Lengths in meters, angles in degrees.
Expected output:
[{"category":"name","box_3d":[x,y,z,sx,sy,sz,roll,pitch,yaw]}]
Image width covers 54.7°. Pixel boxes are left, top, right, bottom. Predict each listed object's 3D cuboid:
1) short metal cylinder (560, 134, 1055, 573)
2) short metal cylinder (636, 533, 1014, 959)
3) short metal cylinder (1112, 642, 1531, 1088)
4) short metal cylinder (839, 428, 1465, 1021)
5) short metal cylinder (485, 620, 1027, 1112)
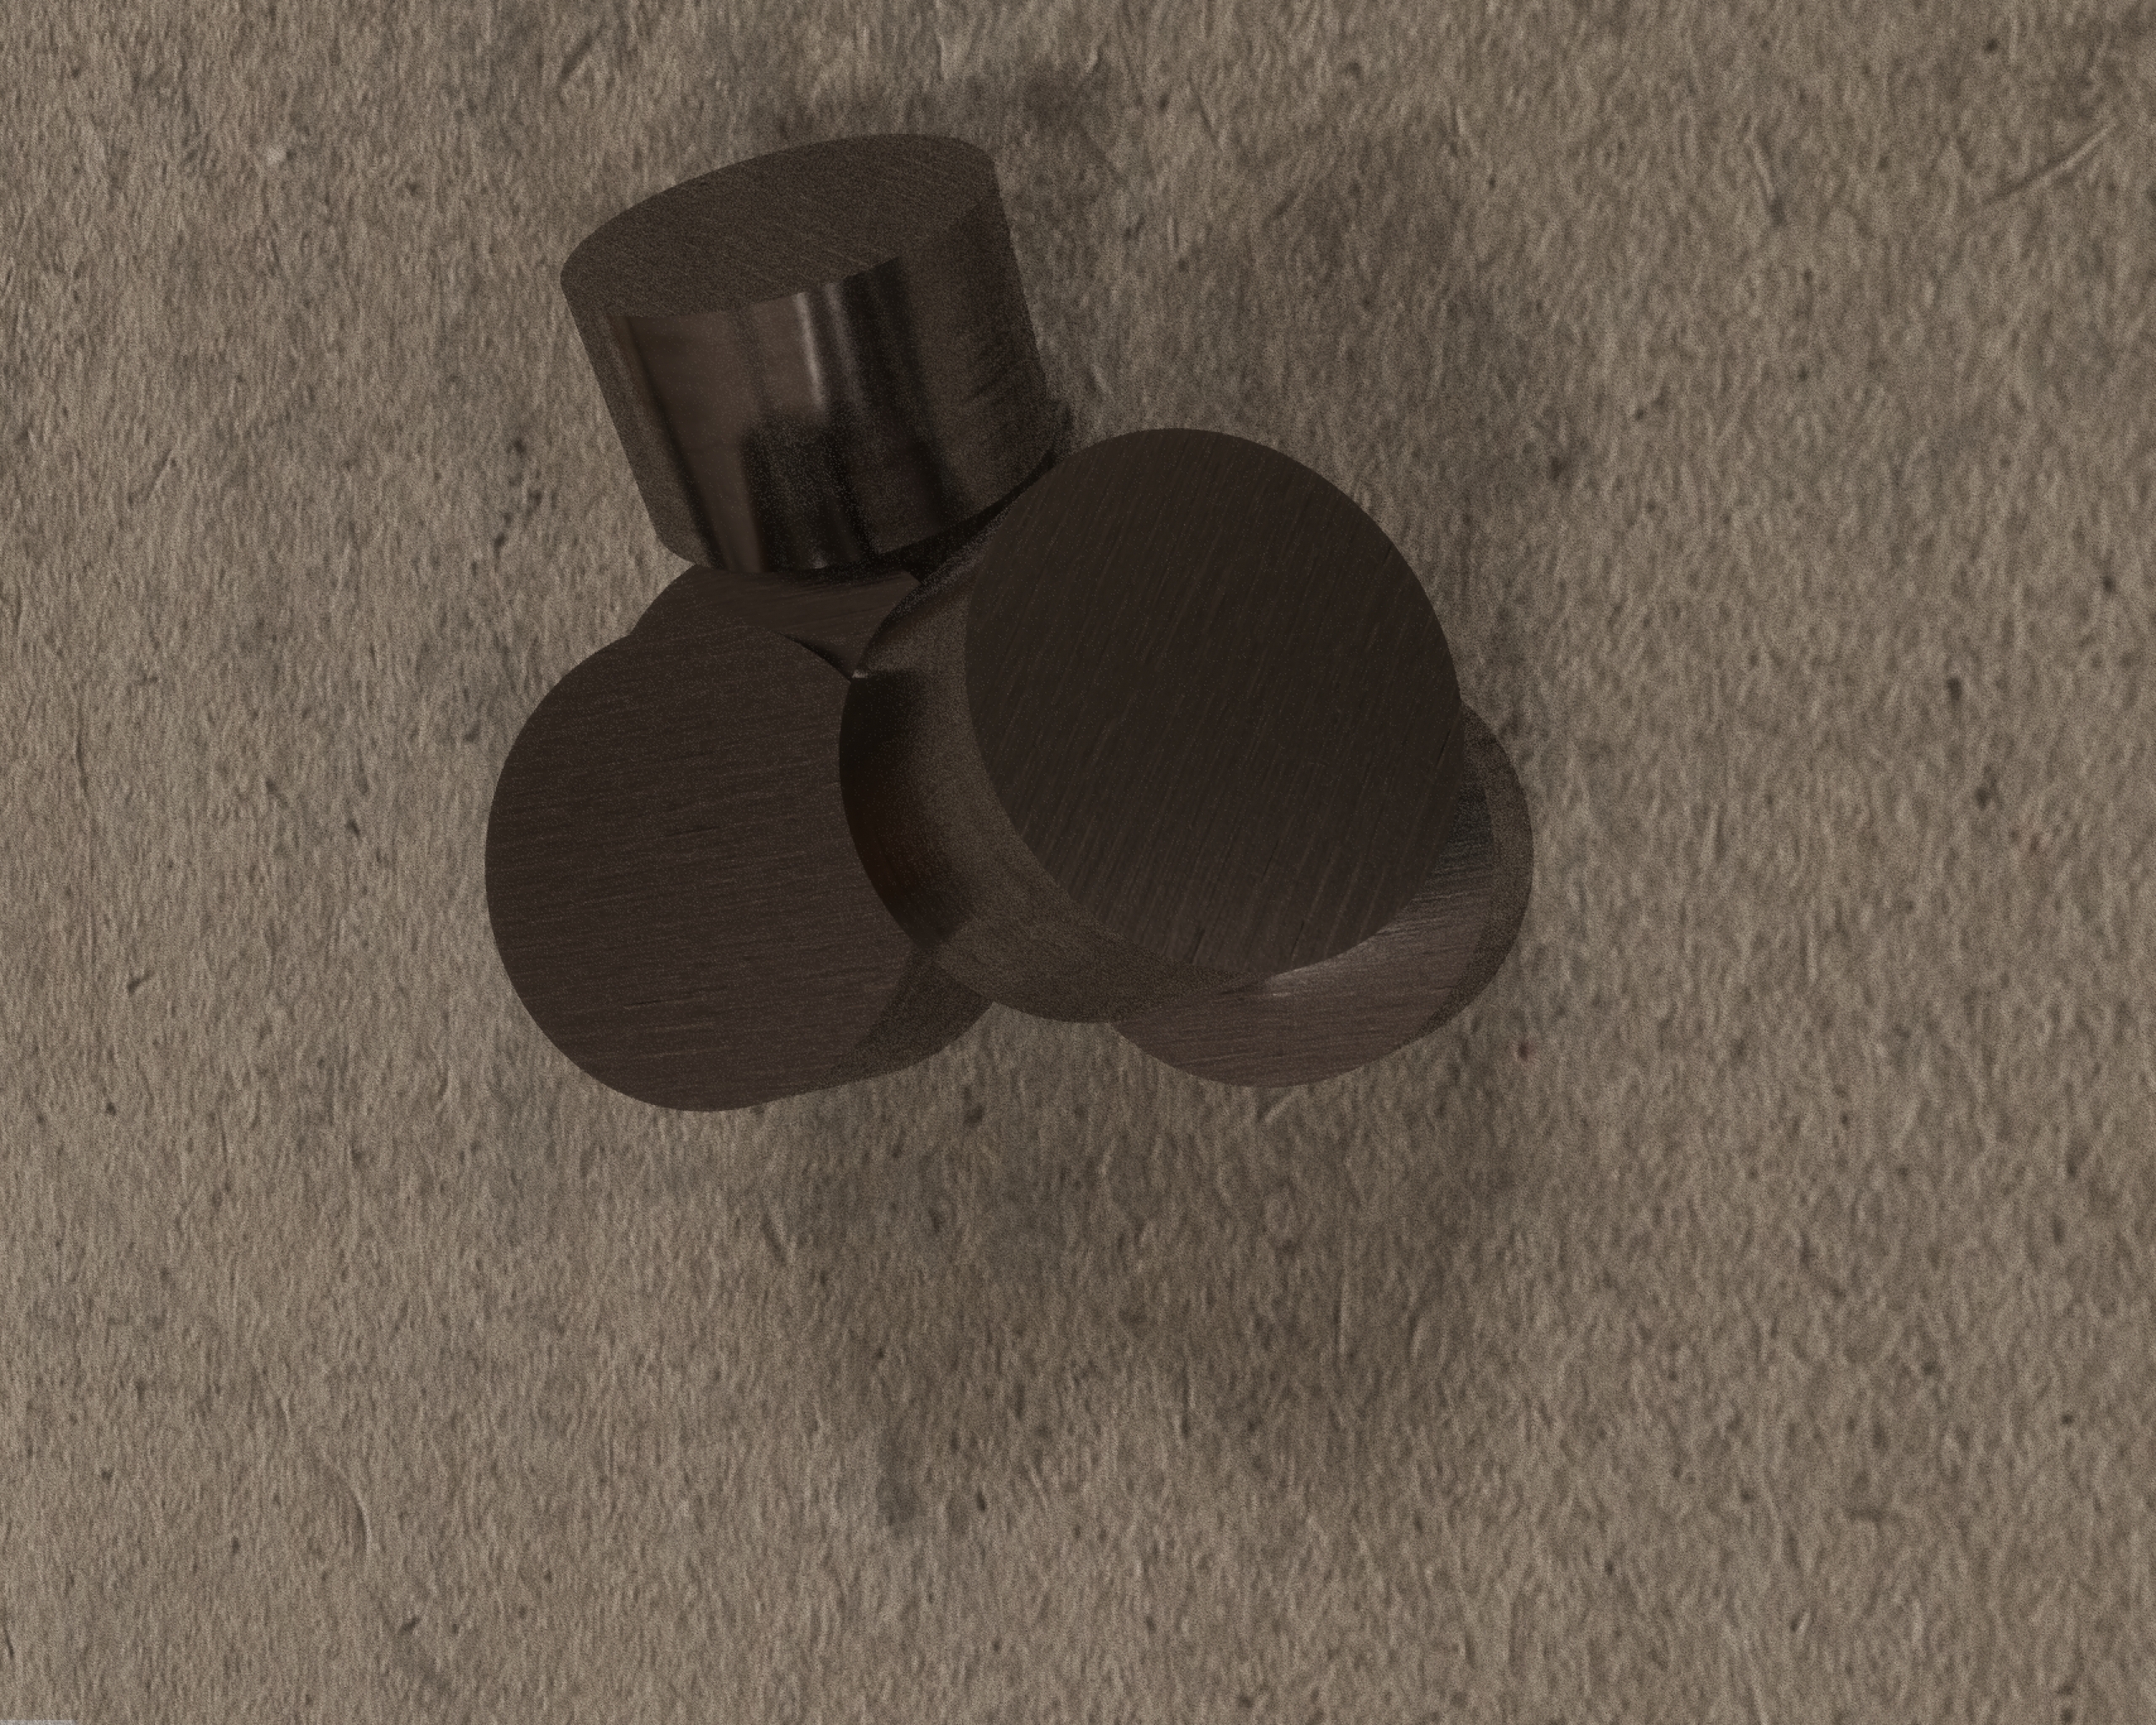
[{"category":"short metal cylinder","box_3d":[-0.049,-0.097,0.390,0.080,0.080,0.050,0,129,19]},{"category":"short metal cylinder","box_3d":[-0.046,-0.022,0.412,0.080,0.050,0.079,0,90,19]},{"category":"short metal cylinder","box_3d":[0.039,-0.001,0.382,0.080,0.050,0.079,0,90,19]},{"category":"short metal cylinder","box_3d":[0.010,-0.019,0.316,0.050,0.081,0.080,-26,79,61]},{"category":"short metal cylinder","box_3d":[-0.053,0.000,0.361,0.080,0.050,0.079,0,90,19]}]
